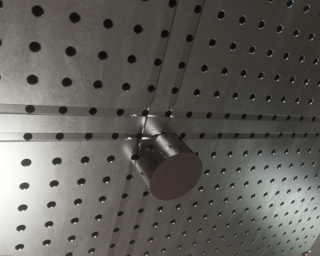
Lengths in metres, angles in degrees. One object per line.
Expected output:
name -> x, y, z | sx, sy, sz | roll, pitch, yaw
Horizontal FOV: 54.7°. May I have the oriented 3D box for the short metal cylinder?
short metal cylinder -> 0.012, 0.055, 0.437 | 0.081, 0.050, 0.079 | -14, 125, -21
